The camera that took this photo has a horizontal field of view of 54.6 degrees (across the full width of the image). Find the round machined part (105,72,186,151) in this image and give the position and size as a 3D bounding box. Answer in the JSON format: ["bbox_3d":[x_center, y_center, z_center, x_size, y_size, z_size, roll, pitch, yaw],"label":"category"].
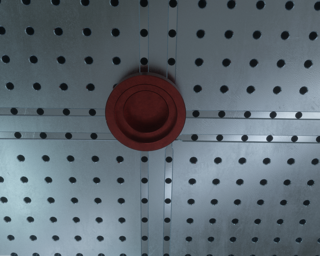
[{"bbox_3d":[-0.018,-0.023,0.396,0.099,0.042,0.097,0,110,0],"label":"round machined part"}]
